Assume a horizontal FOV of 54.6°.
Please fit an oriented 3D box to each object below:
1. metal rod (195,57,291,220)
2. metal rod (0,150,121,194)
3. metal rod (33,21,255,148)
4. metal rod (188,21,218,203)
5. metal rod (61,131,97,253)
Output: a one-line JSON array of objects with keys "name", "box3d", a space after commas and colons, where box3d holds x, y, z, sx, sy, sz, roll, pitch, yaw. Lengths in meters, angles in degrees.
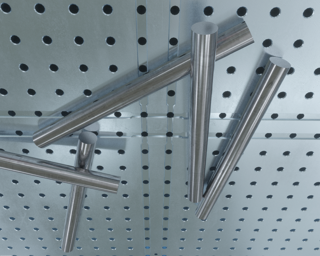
[{"name": "metal rod", "box3d": [0.104, 0.037, 0.443, 0.025, 0.025, 0.298, 9, 130, -8]}, {"name": "metal rod", "box3d": [-0.205, 0.047, 0.428, 0.302, 0.025, 0.025, 13, 129, -3]}, {"name": "metal rod", "box3d": [-0.035, -0.042, 0.374, 0.300, 0.025, 0.025, -24, 126, 19]}, {"name": "metal rod", "box3d": [0.050, 0.009, 0.398, 0.025, 0.025, 0.299, -2, 136, 2]}, {"name": "metal rod", "box3d": [-0.139, 0.122, 0.514, 0.025, 0.025, 0.298, 12, 129, -10]}]
